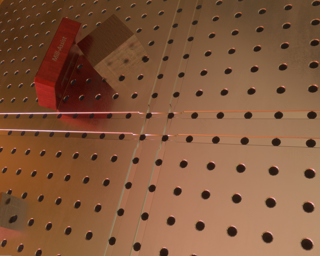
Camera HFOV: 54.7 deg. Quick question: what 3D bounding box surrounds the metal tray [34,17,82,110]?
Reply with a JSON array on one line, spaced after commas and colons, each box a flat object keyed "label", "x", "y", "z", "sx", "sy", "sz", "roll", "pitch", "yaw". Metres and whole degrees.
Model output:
[{"label": "metal tray", "x": -0.167, "y": -0.106, "z": 0.517, "sx": 0.030, "sy": 0.090, "sz": 0.130, "roll": 17, "pitch": 64, "yaw": -9}]

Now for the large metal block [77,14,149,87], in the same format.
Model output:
[{"label": "large metal block", "x": -0.079, "y": -0.129, "z": 0.511, "sx": 0.080, "sy": 0.050, "sz": 0.080, "roll": -39, "pitch": 51, "yaw": 1}]

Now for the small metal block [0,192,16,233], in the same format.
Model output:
[{"label": "small metal block", "x": -0.245, "y": 0.128, "z": 0.455, "sx": 0.050, "sy": 0.025, "sz": 0.050, "roll": -20, "pitch": 54, "yaw": 16}]
